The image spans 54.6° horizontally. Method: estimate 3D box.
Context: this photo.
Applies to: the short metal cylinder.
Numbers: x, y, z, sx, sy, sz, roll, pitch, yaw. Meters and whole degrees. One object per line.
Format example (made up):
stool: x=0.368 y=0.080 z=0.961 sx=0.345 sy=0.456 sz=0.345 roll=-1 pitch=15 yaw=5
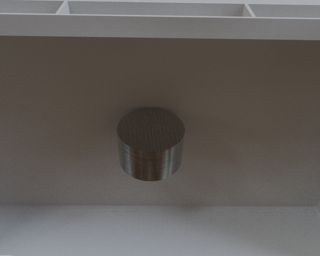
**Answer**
short metal cylinder: x=-0.011 y=0.019 z=0.385 sx=0.080 sy=0.080 sz=0.050 roll=1 pitch=130 yaw=-1
